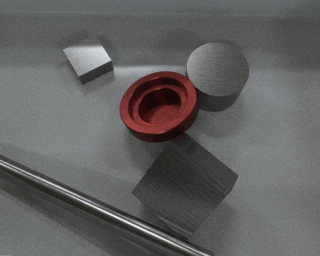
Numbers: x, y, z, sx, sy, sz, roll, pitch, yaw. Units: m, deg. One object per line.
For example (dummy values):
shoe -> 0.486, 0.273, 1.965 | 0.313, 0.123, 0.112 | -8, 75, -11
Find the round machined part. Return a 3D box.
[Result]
round machined part -> 0.002, -0.023, 0.398 | 0.098, 0.042, 0.098 | -8, 55, 12

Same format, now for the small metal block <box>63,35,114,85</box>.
small metal block -> -0.102, -0.098, 0.444 | 0.050, 0.025, 0.050 | -30, 73, -11

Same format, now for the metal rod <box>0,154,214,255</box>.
metal rod -> -0.085, 0.090, 0.355 | 0.301, 0.025, 0.025 | 20, 71, 14

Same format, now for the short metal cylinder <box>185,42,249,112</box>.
short metal cylinder -> 0.075, -0.068, 0.422 | 0.081, 0.050, 0.080 | 0, 70, -1

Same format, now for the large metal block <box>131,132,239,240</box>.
large metal block -> 0.029, 0.064, 0.353 | 0.080, 0.050, 0.080 | 39, 110, 11
